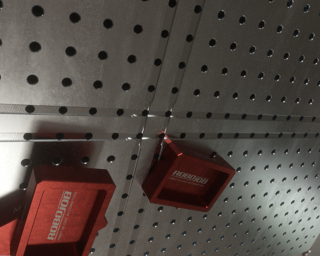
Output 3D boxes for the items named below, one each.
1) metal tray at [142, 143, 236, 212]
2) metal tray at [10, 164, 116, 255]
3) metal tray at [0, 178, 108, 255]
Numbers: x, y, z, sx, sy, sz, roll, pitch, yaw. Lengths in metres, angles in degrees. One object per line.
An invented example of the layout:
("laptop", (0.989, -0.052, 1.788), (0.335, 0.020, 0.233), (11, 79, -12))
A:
("metal tray", (0.048, 0.082, 0.486), (0.131, 0.030, 0.090), (20, 108, -36))
("metal tray", (-0.117, 0.108, 0.371), (0.091, 0.030, 0.129), (10, 113, -33))
("metal tray", (-0.146, 0.124, 0.406), (0.131, 0.030, 0.090), (-26, 128, -12))
